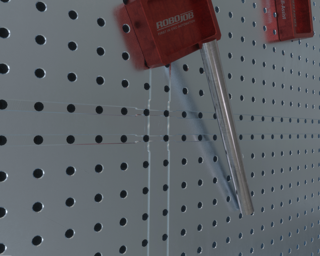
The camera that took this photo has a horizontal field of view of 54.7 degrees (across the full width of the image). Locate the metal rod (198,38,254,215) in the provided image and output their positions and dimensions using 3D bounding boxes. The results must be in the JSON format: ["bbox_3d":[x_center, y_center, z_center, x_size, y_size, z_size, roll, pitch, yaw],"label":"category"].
[{"bbox_3d":[0.108,0.012,0.479,0.025,0.025,0.298,-35,118,-34],"label":"metal rod"}]

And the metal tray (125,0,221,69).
[{"bbox_3d":[0.024,-0.146,0.426,0.131,0.030,0.090,-33,110,-35],"label":"metal tray"}]

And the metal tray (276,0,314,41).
[{"bbox_3d":[0.276,-0.248,0.637,0.091,0.030,0.129,-16,100,-39],"label":"metal tray"}]
